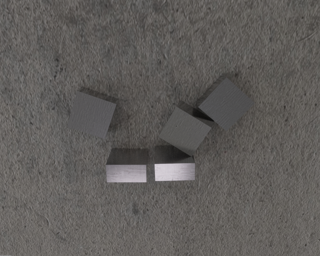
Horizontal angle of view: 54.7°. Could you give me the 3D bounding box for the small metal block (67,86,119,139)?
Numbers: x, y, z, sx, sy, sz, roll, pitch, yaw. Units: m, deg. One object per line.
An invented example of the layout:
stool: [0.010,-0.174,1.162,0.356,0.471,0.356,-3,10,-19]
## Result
small metal block: [-0.086,-0.020,0.401,0.050,0.025,0.050,19,109,-7]

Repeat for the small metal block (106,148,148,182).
small metal block: [-0.042,0.049,0.414,0.050,0.050,0.025,0,110,0]

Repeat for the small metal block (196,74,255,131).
small metal block: [0.083,-0.033,0.398,0.050,0.025,0.050,39,105,-14]

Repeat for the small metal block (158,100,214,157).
small metal block: [0.034,0.000,0.400,0.050,0.025,0.050,31,119,2]

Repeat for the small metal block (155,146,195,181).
small metal block: [0.019,0.046,0.413,0.050,0.050,0.025,-1,113,0]
